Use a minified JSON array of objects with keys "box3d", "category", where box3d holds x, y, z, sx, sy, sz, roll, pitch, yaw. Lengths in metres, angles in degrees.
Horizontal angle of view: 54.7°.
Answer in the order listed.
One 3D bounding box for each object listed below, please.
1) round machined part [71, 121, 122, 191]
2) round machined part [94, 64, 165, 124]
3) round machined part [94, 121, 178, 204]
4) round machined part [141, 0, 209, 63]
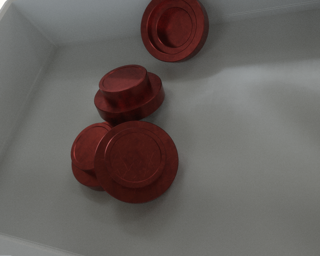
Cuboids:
[{"box3d":[-0.080,0.032,0.417,0.098,0.042,0.098,-13,56,21],"category":"round machined part"},{"box3d":[-0.046,-0.053,0.432,0.098,0.042,0.098,-10,40,9],"category":"round machined part"},{"box3d":[-0.028,0.037,0.360,0.099,0.042,0.098,1,73,-2],"category":"round machined part"},{"box3d":[0.025,-0.145,0.451,0.098,0.042,0.097,5,101,26],"category":"round machined part"}]
